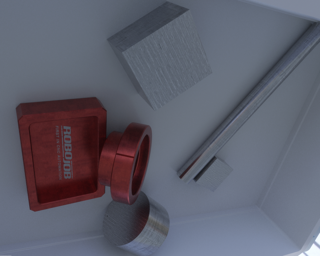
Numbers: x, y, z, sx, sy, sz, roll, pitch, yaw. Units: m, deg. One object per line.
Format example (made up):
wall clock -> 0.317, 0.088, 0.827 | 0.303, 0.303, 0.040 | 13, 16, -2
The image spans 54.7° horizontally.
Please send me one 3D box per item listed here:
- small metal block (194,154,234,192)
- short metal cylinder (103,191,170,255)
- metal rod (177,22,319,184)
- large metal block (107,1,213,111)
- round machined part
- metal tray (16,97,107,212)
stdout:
small metal block -> 0.082, 0.070, 0.499 | 0.050, 0.025, 0.050 | 34, 99, -39
short metal cylinder -> -0.034, 0.134, 0.439 | 0.080, 0.080, 0.050 | -43, 130, 1
metal rod -> 0.134, -0.033, 0.463 | 0.299, 0.025, 0.025 | -48, 129, 6
large metal block -> 0.001, -0.080, 0.345 | 0.080, 0.050, 0.080 | -34, 129, -6
round machined part -> -0.043, 0.040, 0.377 | 0.042, 0.098, 0.097 | 12, 119, 9
metal tray -> -0.112, 0.032, 0.364 | 0.091, 0.030, 0.129 | -8, 122, -25
